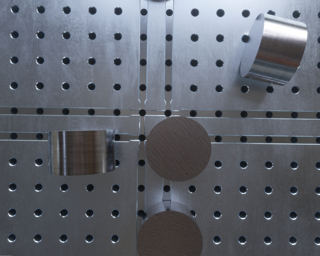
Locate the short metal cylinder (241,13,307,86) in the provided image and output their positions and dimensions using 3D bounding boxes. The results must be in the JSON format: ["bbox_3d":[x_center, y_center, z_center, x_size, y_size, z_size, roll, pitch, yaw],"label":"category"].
[{"bbox_3d":[0.139,-0.097,0.388,0.050,0.080,0.080,13,90,0],"label":"short metal cylinder"}]

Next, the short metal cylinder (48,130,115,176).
[{"bbox_3d":[-0.096,0.028,0.385,0.081,0.080,0.050,-1,90,-1],"label":"short metal cylinder"}]

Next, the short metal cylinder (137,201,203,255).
[{"bbox_3d":[0.012,0.140,0.401,0.081,0.050,0.079,0,90,-1],"label":"short metal cylinder"}]

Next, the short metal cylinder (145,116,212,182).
[{"bbox_3d":[0.022,0.025,0.401,0.081,0.050,0.079,0,90,-1],"label":"short metal cylinder"}]
